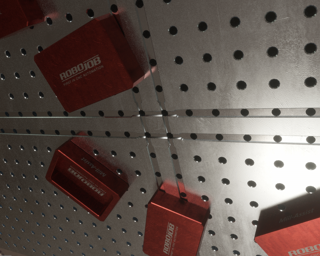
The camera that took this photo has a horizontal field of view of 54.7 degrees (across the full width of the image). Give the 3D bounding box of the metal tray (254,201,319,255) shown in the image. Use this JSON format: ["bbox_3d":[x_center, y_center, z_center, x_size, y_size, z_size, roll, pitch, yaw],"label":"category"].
[{"bbox_3d":[0.200,0.143,0.391,0.090,0.030,0.129,48,128,-6],"label":"metal tray"}]

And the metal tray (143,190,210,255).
[{"bbox_3d":[0.023,0.170,0.500,0.090,0.030,0.129,18,126,17],"label":"metal tray"}]

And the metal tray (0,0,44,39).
[{"bbox_3d":[-0.220,-0.189,0.404,0.090,0.030,0.129,-8,115,31],"label":"metal tray"}]

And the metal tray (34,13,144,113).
[{"bbox_3d":[-0.096,-0.080,0.407,0.130,0.030,0.090,-16,110,34],"label":"metal tray"}]

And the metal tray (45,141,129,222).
[{"bbox_3d":[-0.127,0.092,0.529,0.130,0.030,0.089,36,129,3],"label":"metal tray"}]
